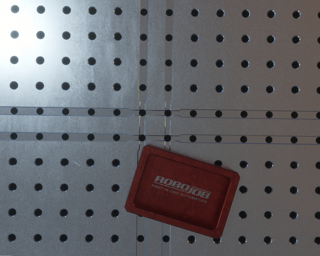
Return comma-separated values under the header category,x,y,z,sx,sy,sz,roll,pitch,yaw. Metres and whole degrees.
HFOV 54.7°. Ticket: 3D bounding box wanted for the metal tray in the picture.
category,x,y,z,sx,sy,sz,roll,pitch,yaw
metal tray,0.029,0.082,0.411,0.131,0.030,0.090,17,90,-1
